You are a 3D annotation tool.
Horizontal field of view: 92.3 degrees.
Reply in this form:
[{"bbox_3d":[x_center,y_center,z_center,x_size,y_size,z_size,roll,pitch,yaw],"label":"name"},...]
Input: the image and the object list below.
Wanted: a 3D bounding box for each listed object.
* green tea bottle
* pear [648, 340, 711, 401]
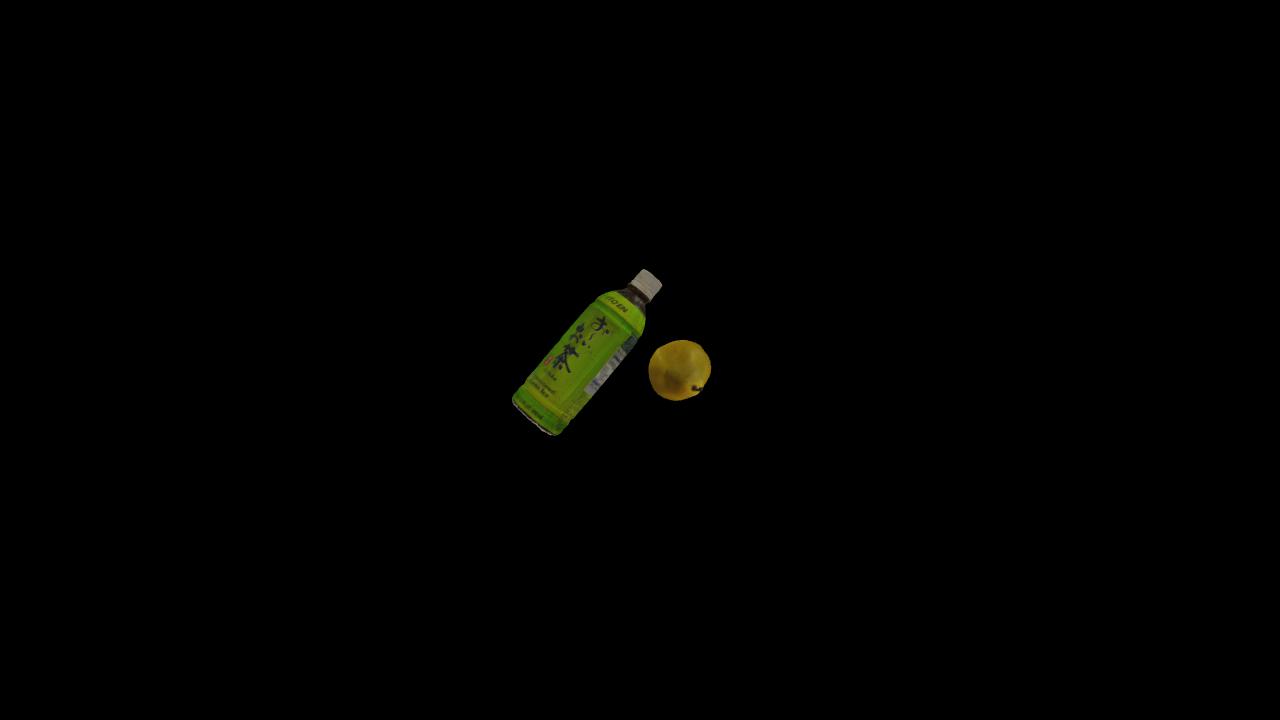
[{"bbox_3d":[-0.052,-0.014,0.698,0.073,0.212,0.073,41,-5,4],"label":"green tea bottle"},{"bbox_3d":[0.052,0.023,0.752,0.080,0.080,0.111,0,26,-4],"label":"pear"}]
